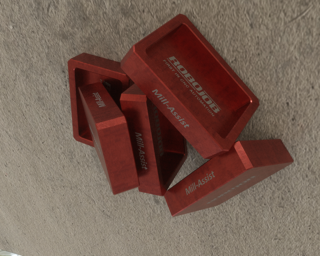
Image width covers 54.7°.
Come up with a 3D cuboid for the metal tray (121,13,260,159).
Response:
[{"bbox_3d":[0.035,-0.044,0.317,0.130,0.090,0.030,47,143,-6],"label":"metal tray"}]

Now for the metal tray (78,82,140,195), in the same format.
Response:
[{"bbox_3d":[-0.064,0.007,0.371,0.130,0.030,0.089,-131,29,-57],"label":"metal tray"}]

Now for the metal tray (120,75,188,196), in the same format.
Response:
[{"bbox_3d":[-0.001,0.003,0.368,0.030,0.090,0.129,6,122,25],"label":"metal tray"}]

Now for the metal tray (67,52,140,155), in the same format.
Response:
[{"bbox_3d":[-0.077,-0.029,0.426,0.090,0.030,0.129,18,126,17],"label":"metal tray"}]

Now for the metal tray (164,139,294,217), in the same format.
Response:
[{"bbox_3d":[0.076,0.059,0.362,0.129,0.091,0.030,-44,58,39],"label":"metal tray"}]
